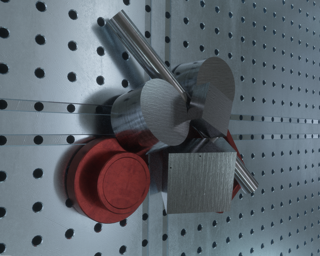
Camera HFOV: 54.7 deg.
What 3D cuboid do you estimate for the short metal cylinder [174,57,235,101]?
[{"bbox_3d":[0.062,-0.057,0.441,0.081,0.050,0.079,0,90,-40],"label":"short metal cylinder"}]

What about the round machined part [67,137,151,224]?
[{"bbox_3d":[-0.050,0.059,0.351,0.099,0.042,0.097,0,90,-40],"label":"round machined part"}]

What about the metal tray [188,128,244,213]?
[{"bbox_3d":[0.080,0.052,0.468,0.090,0.030,0.130,-44,117,-31],"label":"metal tray"}]

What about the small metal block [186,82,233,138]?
[{"bbox_3d":[0.063,-0.021,0.389,0.050,0.025,0.050,33,62,-35],"label":"small metal block"}]

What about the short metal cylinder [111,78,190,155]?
[{"bbox_3d":[-0.010,-0.012,0.365,0.080,0.050,0.080,22,58,-41],"label":"short metal cylinder"}]

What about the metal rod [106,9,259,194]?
[{"bbox_3d":[0.040,-0.022,0.406,0.300,0.025,0.025,49,60,-18],"label":"metal rod"}]

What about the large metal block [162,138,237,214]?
[{"bbox_3d":[0.046,0.059,0.393,0.081,0.050,0.079,-1,107,-7],"label":"large metal block"}]
